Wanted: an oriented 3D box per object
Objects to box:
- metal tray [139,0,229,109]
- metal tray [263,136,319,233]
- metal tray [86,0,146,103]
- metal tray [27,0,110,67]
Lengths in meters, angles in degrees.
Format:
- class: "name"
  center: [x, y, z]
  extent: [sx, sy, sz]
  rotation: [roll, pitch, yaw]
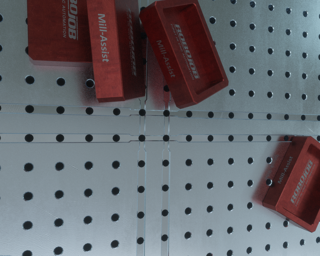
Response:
- class: "metal tray"
  center: [0.035, -0.100, 0.404]
  extent: [0.091, 0.030, 0.129]
  rotation: [-31, 102, -44]
- class: "metal tray"
  center: [0.232, 0.088, 0.498]
  extent: [0.090, 0.030, 0.130]
  rotation: [33, 79, -18]
- class: "metal tray"
  center: [-0.047, -0.097, 0.353]
  extent: [0.030, 0.090, 0.129]
  rotation: [-3, 98, 12]
- class: "metal tray"
  center: [-0.109, -0.141, 0.370]
  extent: [0.091, 0.030, 0.129]
  rotation: [-2, 91, -20]
